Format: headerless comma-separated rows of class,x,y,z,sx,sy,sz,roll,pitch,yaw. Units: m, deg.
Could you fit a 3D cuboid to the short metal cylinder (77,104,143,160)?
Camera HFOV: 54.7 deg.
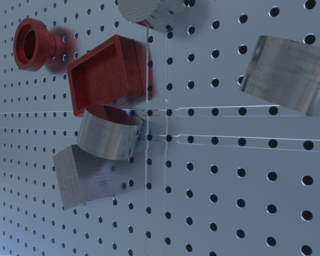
short metal cylinder,-0.070,0.004,0.431,0.080,0.081,0.050,29,108,36

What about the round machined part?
round machined part,-0.239,-0.157,0.596,0.098,0.042,0.097,0,90,40

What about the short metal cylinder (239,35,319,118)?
short metal cylinder,0.118,-0.046,0.276,0.080,0.081,0.050,28,108,36

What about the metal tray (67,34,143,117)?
metal tray,-0.090,-0.075,0.480,0.130,0.030,0.090,-18,79,38

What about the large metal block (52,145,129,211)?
large metal block,-0.102,0.069,0.458,0.050,0.081,0.080,-28,73,36

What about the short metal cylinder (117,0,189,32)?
short metal cylinder,-0.009,-0.171,0.401,0.080,0.050,0.080,0,90,40
